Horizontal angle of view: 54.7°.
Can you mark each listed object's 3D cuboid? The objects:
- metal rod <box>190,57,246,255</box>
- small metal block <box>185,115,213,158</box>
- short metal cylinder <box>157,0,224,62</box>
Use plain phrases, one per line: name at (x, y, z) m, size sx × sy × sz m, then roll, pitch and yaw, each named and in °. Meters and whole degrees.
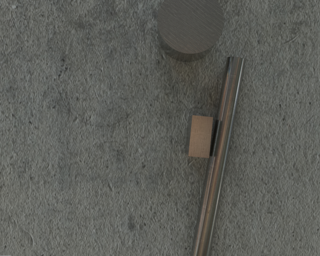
metal rod at (0.074, 0.055, 0.411) m, size 0.025 × 0.025 × 0.298 m, roll 10°, pitch 90°, yaw -1°
small metal block at (0.049, 0.010, 0.398) m, size 0.025 × 0.050 × 0.050 m, roll 6°, pitch 90°, yaw 0°
short metal cylinder at (0.037, -0.130, 0.398) m, size 0.081 × 0.050 × 0.079 m, roll 0°, pitch 90°, yaw -1°
